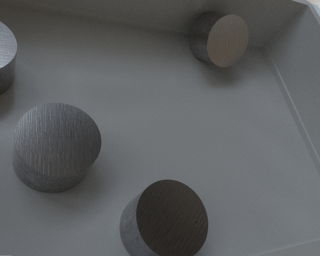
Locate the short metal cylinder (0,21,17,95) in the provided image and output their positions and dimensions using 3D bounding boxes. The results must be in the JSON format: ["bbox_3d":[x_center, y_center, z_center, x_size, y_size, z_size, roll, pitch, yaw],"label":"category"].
[{"bbox_3d":[-0.198,-0.076,0.329,0.081,0.050,0.080,14,56,-21],"label":"short metal cylinder"}]

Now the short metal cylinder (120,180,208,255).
[{"bbox_3d":[0.003,0.101,0.329,0.081,0.050,0.080,14,56,-21],"label":"short metal cylinder"}]

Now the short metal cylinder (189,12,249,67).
[{"bbox_3d":[0.095,-0.143,0.500,0.081,0.079,0.050,-2,23,-29],"label":"short metal cylinder"}]

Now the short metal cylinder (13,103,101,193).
[{"bbox_3d":[-0.107,0.021,0.319,0.081,0.050,0.080,14,56,-21],"label":"short metal cylinder"}]
